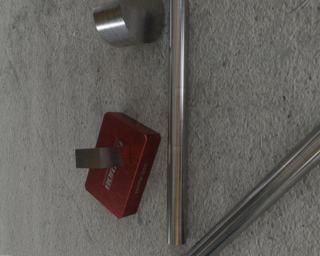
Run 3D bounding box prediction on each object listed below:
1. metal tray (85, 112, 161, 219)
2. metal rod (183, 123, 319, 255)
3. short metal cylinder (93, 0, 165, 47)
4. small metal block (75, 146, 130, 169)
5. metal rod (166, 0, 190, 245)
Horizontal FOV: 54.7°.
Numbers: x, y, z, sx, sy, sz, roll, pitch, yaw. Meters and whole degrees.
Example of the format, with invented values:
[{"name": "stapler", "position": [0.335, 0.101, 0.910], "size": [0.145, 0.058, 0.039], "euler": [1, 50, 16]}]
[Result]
[{"name": "metal tray", "position": [-0.057, 0.052, 0.449], "size": [0.090, 0.030, 0.129], "euler": [29, 108, 36]}, {"name": "metal rod", "position": [0.079, 0.107, 0.339], "size": [0.025, 0.025, 0.298], "euler": [51, 120, 28]}, {"name": "short metal cylinder", "position": [-0.038, -0.147, 0.401], "size": [0.050, 0.081, 0.079], "euler": [4, 93, 40]}, {"name": "small metal block", "position": [-0.076, 0.039, 0.411], "size": [0.050, 0.050, 0.025], "euler": [-6, 87, 40]}, {"name": "metal rod", "position": [0.022, -0.007, 0.386], "size": [0.025, 0.025, 0.298], "euler": [1, 91, 40]}]
